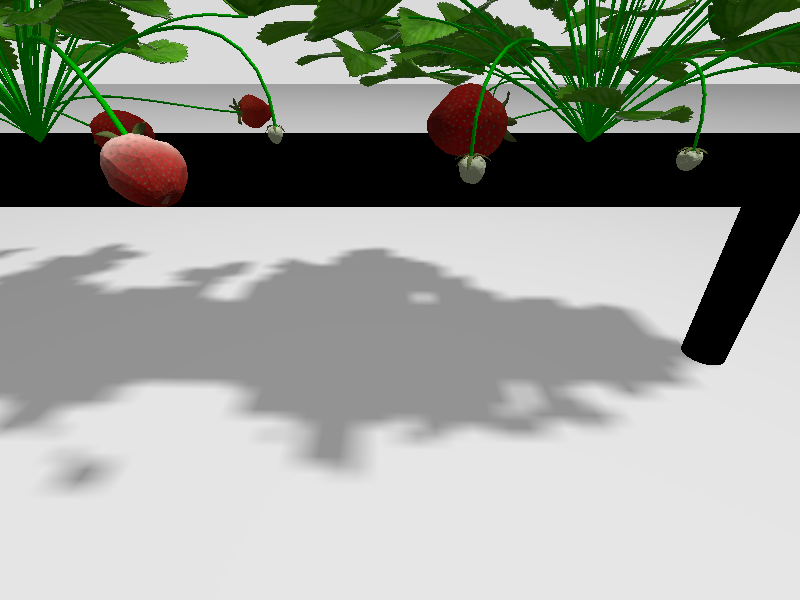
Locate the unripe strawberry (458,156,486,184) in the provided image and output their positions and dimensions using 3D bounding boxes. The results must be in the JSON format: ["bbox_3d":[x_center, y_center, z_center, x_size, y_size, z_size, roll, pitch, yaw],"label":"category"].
[{"bbox_3d":[0.036,-0.065,0.202,0.015,0.013,0.013,22,37,34],"label":"unripe strawberry"}]

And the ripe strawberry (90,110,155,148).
[{"bbox_3d":[-0.170,-0.103,0.250,0.034,0.029,0.034,18,35,28],"label":"ripe strawberry"}]

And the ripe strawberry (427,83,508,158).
[{"bbox_3d":[0.040,-0.111,0.249,0.049,0.042,0.049,-19,35,-29],"label":"ripe strawberry"}]

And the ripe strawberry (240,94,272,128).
[{"bbox_3d":[-0.147,-0.193,0.411,0.032,0.031,0.030,-18,34,-30],"label":"ripe strawberry"}]

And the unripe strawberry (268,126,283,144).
[{"bbox_3d":[-0.085,-0.112,0.273,0.010,0.011,0.011,8,31,13],"label":"unripe strawberry"}]

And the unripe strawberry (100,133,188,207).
[{"bbox_3d":[-0.103,-0.052,0.165,0.031,0.031,0.027,-28,-16,-39],"label":"unripe strawberry"}]

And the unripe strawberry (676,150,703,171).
[{"bbox_3d":[0.140,-0.068,0.195,0.011,0.010,0.010,3,30,5],"label":"unripe strawberry"}]
